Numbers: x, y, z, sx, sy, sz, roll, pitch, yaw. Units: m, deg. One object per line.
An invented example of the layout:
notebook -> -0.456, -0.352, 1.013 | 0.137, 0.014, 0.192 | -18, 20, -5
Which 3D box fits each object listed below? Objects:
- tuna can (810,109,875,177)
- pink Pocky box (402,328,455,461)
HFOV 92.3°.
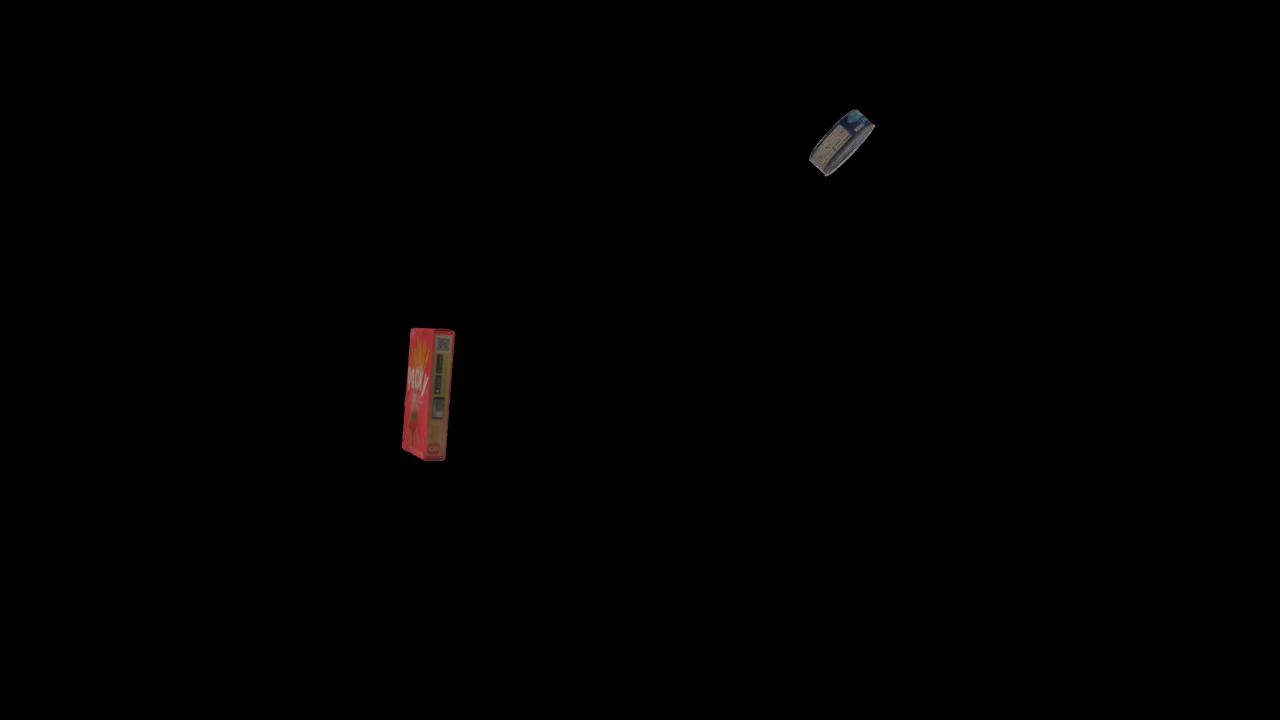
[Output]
tuna can -> 0.262, -0.282, 0.800 | 0.084, 0.034, 0.084 | -42, -7, -7
pink Pocky box -> -0.256, 0.038, 0.742 | 0.029, 0.155, 0.084 | 4, 1, -39
